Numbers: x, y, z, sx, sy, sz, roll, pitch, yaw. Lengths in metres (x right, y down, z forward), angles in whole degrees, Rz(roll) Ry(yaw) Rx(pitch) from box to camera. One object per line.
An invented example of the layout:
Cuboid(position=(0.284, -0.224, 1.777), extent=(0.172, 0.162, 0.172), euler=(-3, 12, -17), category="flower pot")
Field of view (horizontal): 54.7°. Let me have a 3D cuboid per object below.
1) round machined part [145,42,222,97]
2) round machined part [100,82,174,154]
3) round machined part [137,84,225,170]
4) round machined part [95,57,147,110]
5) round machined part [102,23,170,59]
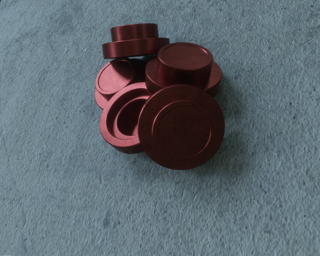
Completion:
Cuboid(position=(0.031, -0.075, 0.395), extent=(0.099, 0.042, 0.098), euler=(2, 43, -2), category="round machined part")
Cuboid(position=(-0.027, -0.009, 0.413), extent=(0.098, 0.042, 0.098), euler=(-13, 56, 20), category="round machined part")
Cuboid(position=(0.024, 0.001, 0.345), extent=(0.098, 0.098, 0.042), euler=(-37, 10, 3), category="round machined part")
Cuboid(position=(-0.057, -0.067, 0.465), extent=(0.098, 0.042, 0.098), euler=(-13, 56, 20), category="round machined part")
Cuboid(position=(-0.035, -0.126, 0.451), extent=(0.098, 0.099, 0.042), euler=(1, 104, 28), category="round machined part")
